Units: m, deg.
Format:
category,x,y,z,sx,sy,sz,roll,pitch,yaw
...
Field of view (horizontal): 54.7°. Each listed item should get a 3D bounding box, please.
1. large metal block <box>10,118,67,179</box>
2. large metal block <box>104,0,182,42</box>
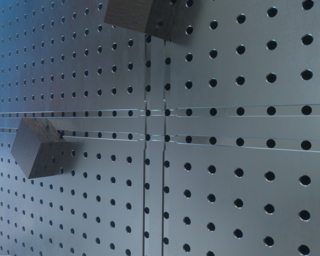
category,x,y,z,sx,sy,sz,roll,pitch,yaw
large metal block,-0.228,0.036,0.577,0.080,0.050,0.079,41,115,32
large metal block,-0.021,-0.167,0.408,0.080,0.050,0.079,27,107,36
